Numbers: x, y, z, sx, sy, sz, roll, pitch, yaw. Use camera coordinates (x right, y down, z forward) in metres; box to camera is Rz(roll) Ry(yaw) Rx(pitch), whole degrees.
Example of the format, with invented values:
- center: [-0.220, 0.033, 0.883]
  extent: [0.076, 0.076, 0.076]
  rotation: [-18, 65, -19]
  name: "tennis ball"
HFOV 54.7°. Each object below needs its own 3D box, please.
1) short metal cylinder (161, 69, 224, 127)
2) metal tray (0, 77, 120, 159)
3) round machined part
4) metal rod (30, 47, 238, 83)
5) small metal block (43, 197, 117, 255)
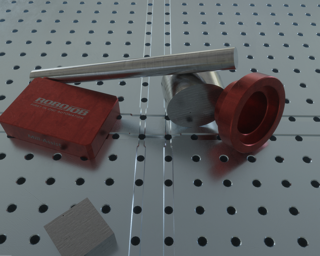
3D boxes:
- center: [0.045, -0.046, 0.411]
  extent: [0.081, 0.080, 0.050]
  rotation: [-6, 51, -6]
  name: "short metal cylinder"
- center: [-0.131, -0.017, 0.417]
  extent: [0.131, 0.030, 0.090]
  rotation: [15, 51, 11]
  name: "metal tray"
- center: [0.106, -0.021, 0.384]
  extent: [0.099, 0.097, 0.042]
  rotation: [-30, 38, -23]
  name: "round machined part"
- center: [-0.052, -0.077, 0.409]
  extent: [0.301, 0.025, 0.025]
  rotation: [0, 47, 24]
  name: "metal rod"
- center: [-0.081, 0.108, 0.315]
  extent: [0.050, 0.025, 0.050]
  rotation: [-32, 57, -25]
  name: "small metal block"
